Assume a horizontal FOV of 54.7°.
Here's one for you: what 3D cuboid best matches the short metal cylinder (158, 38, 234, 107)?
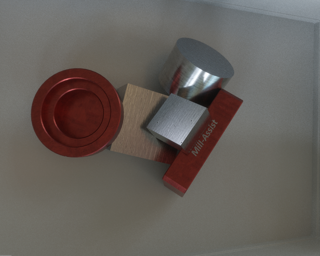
[{"bbox_3d":[0.045,-0.069,0.391,0.081,0.080,0.050,17,129,-20],"label":"short metal cylinder"}]

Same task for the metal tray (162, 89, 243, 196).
[{"bbox_3d":[0.052,0.023,0.393,0.030,0.090,0.130,32,78,10],"label":"metal tray"}]

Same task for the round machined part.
[{"bbox_3d":[-0.090,-0.015,0.355,0.099,0.042,0.097,0,85,2],"label":"round machined part"}]

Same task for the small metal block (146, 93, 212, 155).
[{"bbox_3d":[0.022,-0.005,0.350,0.050,0.050,0.025,-54,145,-12],"label":"small metal block"}]

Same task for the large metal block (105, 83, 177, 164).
[{"bbox_3d":[-0.019,-0.003,0.390,0.081,0.050,0.080,16,85,-20],"label":"large metal block"}]
